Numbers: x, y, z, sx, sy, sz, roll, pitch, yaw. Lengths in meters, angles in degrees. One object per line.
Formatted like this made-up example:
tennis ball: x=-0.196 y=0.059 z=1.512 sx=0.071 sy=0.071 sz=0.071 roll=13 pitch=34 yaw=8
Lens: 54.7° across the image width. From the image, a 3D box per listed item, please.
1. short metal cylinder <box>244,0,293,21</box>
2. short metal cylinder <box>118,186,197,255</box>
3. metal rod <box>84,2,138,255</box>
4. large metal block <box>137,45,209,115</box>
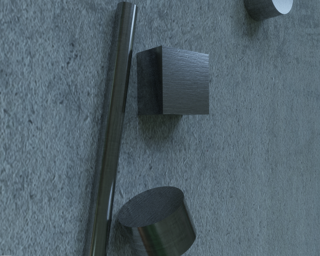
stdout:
short metal cylinder: x=0.192 y=-0.236 z=0.548 sx=0.081 sy=0.050 sz=0.080 roll=0 pitch=90 yaw=-40
short metal cylinder: x=-0.003 y=0.112 z=0.367 sx=0.081 sy=0.080 sz=0.050 roll=-31 pitch=109 yaw=-36
metal rod: x=-0.056 y=0.002 z=0.357 sx=0.025 sy=0.025 sz=0.298 roll=11 pitch=83 yaw=-40
large metal block: x=0.018 y=-0.057 z=0.403 sx=0.081 sy=0.050 sz=0.079 roll=-2 pitch=91 yaw=-40
